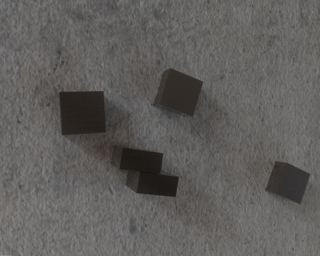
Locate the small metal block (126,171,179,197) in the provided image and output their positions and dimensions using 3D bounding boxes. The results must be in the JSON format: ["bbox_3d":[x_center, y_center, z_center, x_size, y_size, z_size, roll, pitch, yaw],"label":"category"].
[{"bbox_3d":[-0.011,0.068,0.393,0.050,0.050,0.025,10,87,-20],"label":"small metal block"}]

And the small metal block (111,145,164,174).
[{"bbox_3d":[-0.030,0.038,0.386,0.050,0.050,0.025,10,87,-20],"label":"small metal block"}]

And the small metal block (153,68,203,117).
[{"bbox_3d":[0.025,-0.047,0.419,0.050,0.025,0.050,19,84,-20],"label":"small metal block"}]

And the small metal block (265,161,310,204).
[{"bbox_3d":[0.201,0.085,0.485,0.050,0.025,0.050,25,82,-19],"label":"small metal block"}]

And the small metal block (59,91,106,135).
[{"bbox_3d":[-0.094,-0.018,0.375,0.050,0.025,0.050,-3,91,-20],"label":"small metal block"}]
